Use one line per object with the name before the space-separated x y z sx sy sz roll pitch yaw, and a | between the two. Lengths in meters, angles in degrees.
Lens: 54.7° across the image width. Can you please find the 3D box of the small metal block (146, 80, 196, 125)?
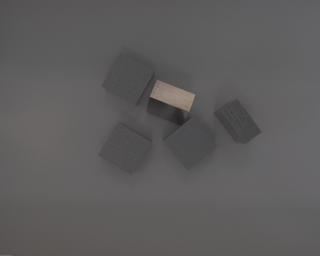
small metal block | 0.012 -0.031 0.396 0.050 0.050 0.025 21 70 0

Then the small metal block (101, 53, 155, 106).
small metal block | -0.041 -0.063 0.411 0.050 0.025 0.050 29 90 0

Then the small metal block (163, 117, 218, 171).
small metal block | 0.039 0.020 0.412 0.050 0.025 0.050 -40 91 0

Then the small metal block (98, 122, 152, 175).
small metal block | -0.045 0.027 0.411 0.050 0.025 0.050 31 90 0

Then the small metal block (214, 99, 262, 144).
small metal block | 0.098 -0.008 0.399 0.025 0.050 0.050 -36 90 0
